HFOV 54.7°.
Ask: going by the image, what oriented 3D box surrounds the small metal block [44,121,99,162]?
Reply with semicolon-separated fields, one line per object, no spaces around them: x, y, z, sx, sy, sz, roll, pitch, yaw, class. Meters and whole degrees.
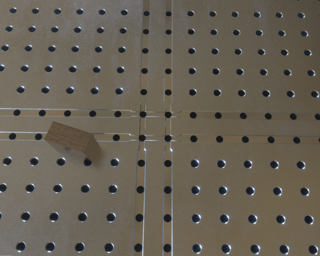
-0.109;0.018;0.390;0.050;0.050;0.025;17;71;6;small metal block
